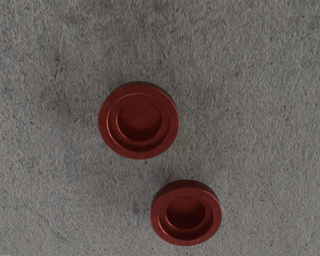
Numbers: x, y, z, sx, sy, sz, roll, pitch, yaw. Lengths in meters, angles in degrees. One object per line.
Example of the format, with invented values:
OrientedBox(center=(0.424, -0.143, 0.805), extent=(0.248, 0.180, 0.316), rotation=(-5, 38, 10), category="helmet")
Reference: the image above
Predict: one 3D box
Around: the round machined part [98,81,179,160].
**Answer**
OrientedBox(center=(-0.026, -0.012, 0.396), extent=(0.099, 0.042, 0.097), rotation=(0, 110, 0), category="round machined part")

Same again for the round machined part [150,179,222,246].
OrientedBox(center=(0.036, 0.116, 0.444), extent=(0.099, 0.042, 0.097), rotation=(0, 110, 0), category="round machined part")
